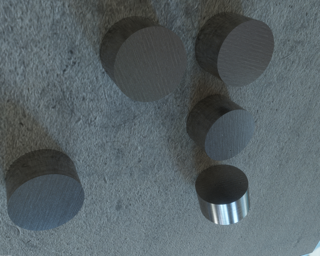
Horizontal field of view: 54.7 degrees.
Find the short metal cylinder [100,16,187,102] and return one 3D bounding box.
[{"bbox_3d":[-0.018,-0.075,0.334,0.081,0.050,0.079,-14,124,-21],"label":"short metal cylinder"}]

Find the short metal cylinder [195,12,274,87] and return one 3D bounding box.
[{"bbox_3d":[0.090,-0.097,0.380,0.081,0.050,0.079,-14,124,-21],"label":"short metal cylinder"}]

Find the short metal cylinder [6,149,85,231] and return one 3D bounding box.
[{"bbox_3d":[-0.134,0.072,0.361,0.081,0.050,0.079,-14,124,-21],"label":"short metal cylinder"}]

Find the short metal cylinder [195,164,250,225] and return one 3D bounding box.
[{"bbox_3d":[0.100,0.104,0.490,0.080,0.080,0.050,-26,128,-13],"label":"short metal cylinder"}]

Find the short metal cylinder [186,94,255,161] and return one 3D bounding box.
[{"bbox_3d":[0.084,-0.001,0.436,0.081,0.050,0.079,-14,124,-21],"label":"short metal cylinder"}]
